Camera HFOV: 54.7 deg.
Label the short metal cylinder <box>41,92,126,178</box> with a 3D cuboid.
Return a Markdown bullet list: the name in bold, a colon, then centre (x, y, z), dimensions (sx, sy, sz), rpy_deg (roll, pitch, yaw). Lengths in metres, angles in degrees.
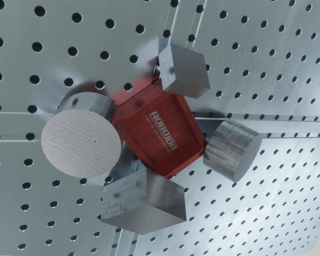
- **short metal cylinder**: centre (-0.080, 0.007, 0.336), dimensions (0.081, 0.050, 0.079), rpy_deg (0, 116, 0)

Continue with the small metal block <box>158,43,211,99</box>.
- **small metal block**: centre (0.029, -0.066, 0.366), dimensions (0.050, 0.050, 0.025), rpy_deg (9, 151, -32)

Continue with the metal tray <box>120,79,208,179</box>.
- **metal tray**: centre (0.004, 0.008, 0.414), dimensions (0.090, 0.030, 0.130), rpy_deg (-36, 129, -5)

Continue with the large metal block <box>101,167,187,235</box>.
- **large metal block**: centre (-0.022, 0.104, 0.425), dimensions (0.080, 0.050, 0.080), rpy_deg (-28, 136, 29)

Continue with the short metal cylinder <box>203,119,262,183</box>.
- **short metal cylinder**: centre (0.107, 0.033, 0.454), dimensions (0.080, 0.050, 0.079), rpy_deg (-39, 145, -34)
